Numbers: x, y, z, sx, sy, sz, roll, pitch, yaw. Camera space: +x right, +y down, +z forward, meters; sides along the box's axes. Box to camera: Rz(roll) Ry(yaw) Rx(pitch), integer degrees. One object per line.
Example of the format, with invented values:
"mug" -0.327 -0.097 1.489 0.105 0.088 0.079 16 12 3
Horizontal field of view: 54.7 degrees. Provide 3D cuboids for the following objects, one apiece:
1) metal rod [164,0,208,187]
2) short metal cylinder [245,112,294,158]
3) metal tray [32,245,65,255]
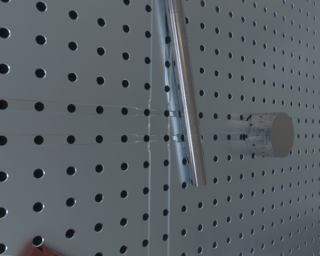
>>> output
"metal rod" 0.036 -0.064 0.438 0.025 0.025 0.298 -15 100 -39
"short metal cylinder" 0.198 0.012 0.559 0.081 0.050 0.080 0 90 -40
"metal tray" -0.096 0.194 0.325 0.130 0.030 0.090 45 63 -31
